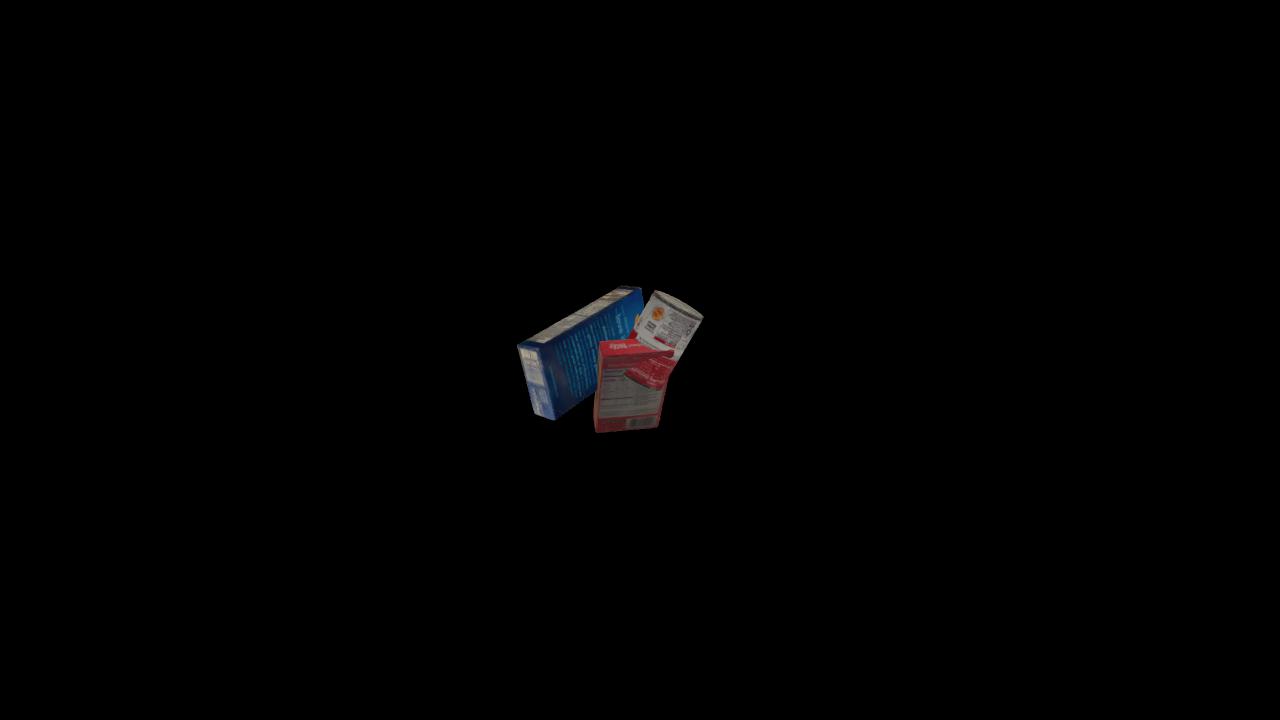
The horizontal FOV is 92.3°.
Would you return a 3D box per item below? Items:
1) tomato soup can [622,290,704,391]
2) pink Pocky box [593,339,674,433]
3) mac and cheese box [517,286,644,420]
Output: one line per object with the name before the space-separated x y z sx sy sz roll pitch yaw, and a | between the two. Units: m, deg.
tomato soup can | 0.021 -0.023 0.721 0.068 0.101 0.068 28 14 -7
pink Pocky box | -0.011 0.033 0.750 0.084 0.029 0.155 -5 -39 -11
mac and cheese box | -0.060 -0.014 0.740 0.041 0.093 0.184 10 32 38
